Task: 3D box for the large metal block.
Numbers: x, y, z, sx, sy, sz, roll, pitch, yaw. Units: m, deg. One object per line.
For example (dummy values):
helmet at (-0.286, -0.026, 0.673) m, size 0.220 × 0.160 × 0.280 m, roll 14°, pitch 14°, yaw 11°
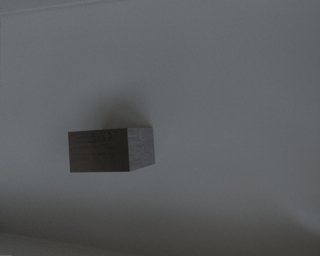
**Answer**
large metal block at (-0.060, 0.027, 0.403) m, size 0.080 × 0.080 × 0.050 m, roll -4°, pitch 89°, yaw 20°
